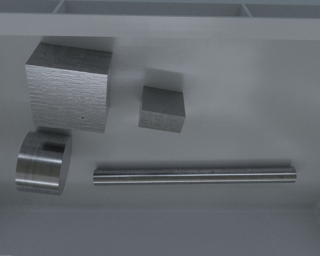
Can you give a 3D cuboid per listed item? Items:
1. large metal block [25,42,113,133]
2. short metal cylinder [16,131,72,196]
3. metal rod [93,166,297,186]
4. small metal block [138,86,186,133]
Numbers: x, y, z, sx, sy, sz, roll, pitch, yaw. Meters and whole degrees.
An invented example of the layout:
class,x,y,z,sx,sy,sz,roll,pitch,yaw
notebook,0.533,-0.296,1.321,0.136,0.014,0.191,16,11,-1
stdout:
class,x,y,z,sx,sy,sz,roll,pitch,yaw
large metal block,-0.099,-0.044,0.353,0.081,0.050,0.079,6,130,-6
short metal cylinder,-0.151,0.047,0.411,0.050,0.080,0.079,9,130,-8
metal rod,0.052,0.073,0.472,0.302,0.025,0.025,-1,130,0
small metal block,0.002,-0.023,0.373,0.050,0.050,0.025,9,130,-8
